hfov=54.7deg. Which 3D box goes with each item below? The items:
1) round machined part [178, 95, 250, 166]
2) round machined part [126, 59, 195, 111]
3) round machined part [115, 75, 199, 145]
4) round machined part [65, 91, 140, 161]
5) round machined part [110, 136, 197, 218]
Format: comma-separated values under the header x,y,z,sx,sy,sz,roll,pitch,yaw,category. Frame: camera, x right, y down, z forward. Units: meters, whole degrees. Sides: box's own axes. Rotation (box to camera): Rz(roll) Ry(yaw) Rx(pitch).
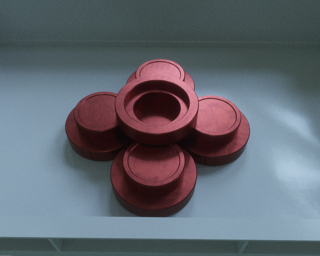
x,y,z,sx,sy,sz,roll,pitch,yaw,category
0.065,-0.004,0.394,0.099,0.042,0.098,0,50,0,round machined part
0.000,-0.061,0.441,0.099,0.042,0.098,0,50,0,round machined part
-0.003,-0.017,0.379,0.099,0.042,0.098,0,50,0,round machined part
-0.072,-0.009,0.398,0.099,0.042,0.098,0,50,0,round machined part
-0.007,0.048,0.351,0.099,0.042,0.098,1,48,-1,round machined part
